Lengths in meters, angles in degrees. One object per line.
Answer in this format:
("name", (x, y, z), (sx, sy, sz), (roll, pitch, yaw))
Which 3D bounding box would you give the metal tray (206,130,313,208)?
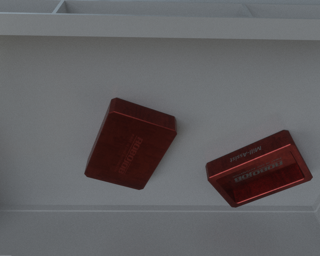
("metal tray", (0.147, 0.065, 0.463), (0.130, 0.030, 0.090), (-27, 126, 21))

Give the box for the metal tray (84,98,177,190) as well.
("metal tray", (-0.043, 0.028, 0.429), (0.091, 0.030, 0.129), (18, 128, -15))
